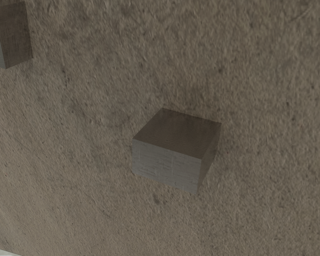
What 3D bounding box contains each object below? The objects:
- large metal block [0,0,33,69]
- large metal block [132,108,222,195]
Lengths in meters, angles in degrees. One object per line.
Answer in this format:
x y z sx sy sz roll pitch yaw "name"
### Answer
-0.230 -0.136 0.425 0.080 0.050 0.079 18 126 17 "large metal block"
0.021 0.024 0.374 0.080 0.080 0.050 16 125 19 "large metal block"
